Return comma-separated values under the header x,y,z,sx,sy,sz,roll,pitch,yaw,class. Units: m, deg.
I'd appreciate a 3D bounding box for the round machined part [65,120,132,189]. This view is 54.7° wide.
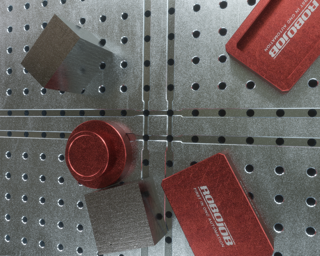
x,y,z,sx,sy,sz,roll,pitch,yaw,class
-0.093,0.037,0.436,0.098,0.042,0.097,0,90,19,round machined part

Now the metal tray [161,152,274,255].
x,y,z,sx,sy,sz,roll,pitch,yaw,class
0.070,0.105,0.385,0.090,0.030,0.130,-29,81,17,metal tray

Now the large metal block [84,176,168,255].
x,y,z,sx,sy,sz,roll,pitch,yaw,class
-0.045,0.115,0.415,0.080,0.050,0.080,-17,84,19,large metal block

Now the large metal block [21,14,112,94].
x,y,z,sx,sy,sz,roll,pitch,yaw,class
-0.126,-0.097,0.428,0.050,0.080,0.080,44,104,14,large metal block

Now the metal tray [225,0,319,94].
x,y,z,sx,sy,sz,roll,pitch,yaw,class
0.151,-0.116,0.356,0.090,0.030,0.130,41,103,15,metal tray
